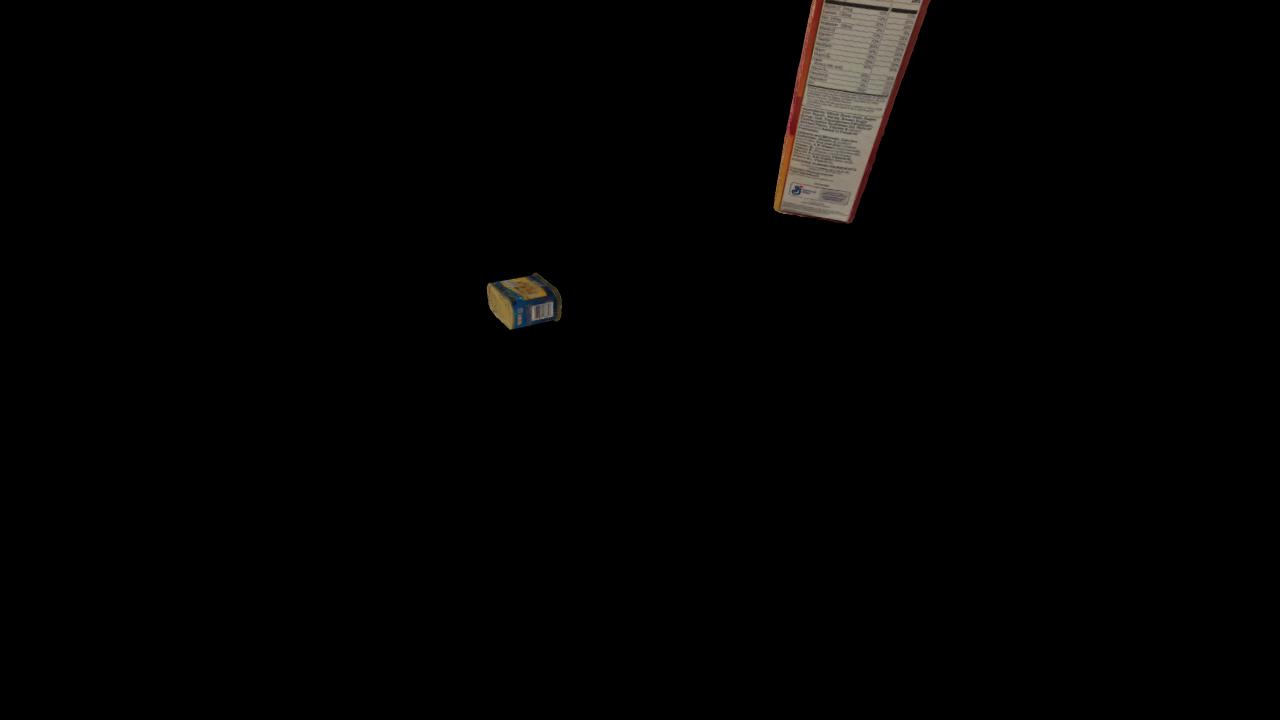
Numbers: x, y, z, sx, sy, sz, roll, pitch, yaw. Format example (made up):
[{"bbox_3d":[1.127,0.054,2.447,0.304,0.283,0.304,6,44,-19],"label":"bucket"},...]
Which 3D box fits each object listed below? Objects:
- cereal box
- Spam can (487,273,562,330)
[{"bbox_3d":[0.175,-0.286,0.468,0.081,0.203,0.306,13,-30,11],"label":"cereal box"},{"bbox_3d":[-0.187,-0.095,0.989,0.085,0.058,0.101,-16,36,-32],"label":"Spam can"}]
